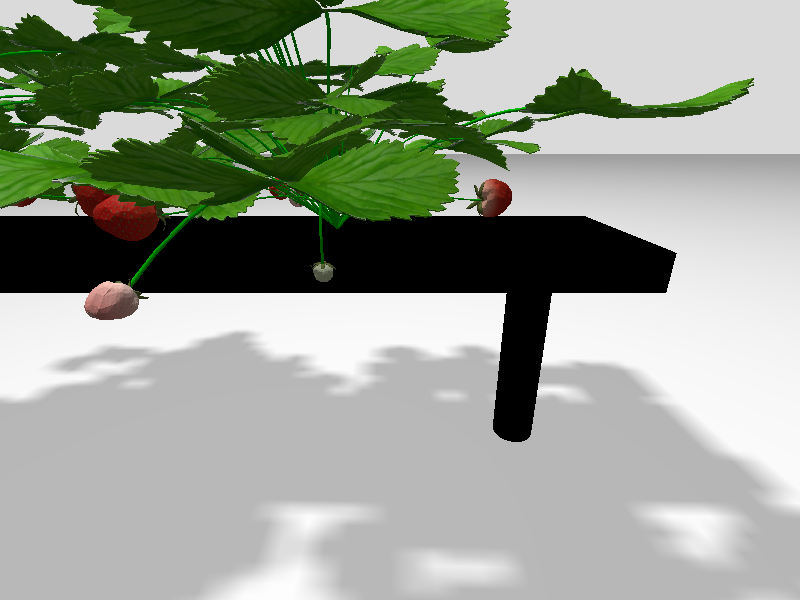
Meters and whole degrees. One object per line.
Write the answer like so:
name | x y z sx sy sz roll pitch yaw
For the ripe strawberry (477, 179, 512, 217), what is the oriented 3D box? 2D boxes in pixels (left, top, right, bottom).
ripe strawberry | 0.094 -0.101 0.396 0.036 0.037 0.033 -7 23 -19

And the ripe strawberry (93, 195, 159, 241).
ripe strawberry | -0.205 -0.064 0.301 0.042 0.036 0.042 -7 23 -16

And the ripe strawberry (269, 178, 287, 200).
ripe strawberry | -0.161 -0.148 0.532 0.027 0.028 0.029 -11 24 -26

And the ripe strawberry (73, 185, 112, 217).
ripe strawberry | -0.293 -0.101 0.392 0.039 0.040 0.035 -5 22 -13

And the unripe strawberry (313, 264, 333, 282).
unripe strawberry | -0.040 -0.014 0.211 0.011 0.010 0.010 -2 22 -5

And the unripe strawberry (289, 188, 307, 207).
unripe strawberry | -0.118 -0.121 0.464 0.022 0.025 0.024 -11 23 -25

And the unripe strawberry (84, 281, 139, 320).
unripe strawberry | -0.120 0.001 0.166 0.019 0.017 0.017 7 36 17

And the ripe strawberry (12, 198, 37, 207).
ripe strawberry | -0.454 -0.136 0.479 0.045 0.047 0.049 7 22 18
